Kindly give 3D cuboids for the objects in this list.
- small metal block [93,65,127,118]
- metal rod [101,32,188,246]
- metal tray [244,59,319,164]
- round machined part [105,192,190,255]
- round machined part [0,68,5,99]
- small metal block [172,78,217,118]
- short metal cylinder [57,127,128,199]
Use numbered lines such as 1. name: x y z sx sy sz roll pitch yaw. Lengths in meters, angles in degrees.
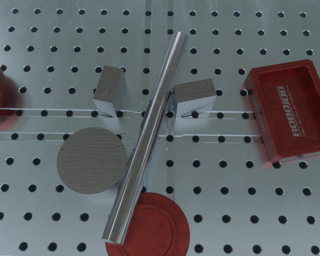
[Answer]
1. small metal block: -0.065 -0.048 0.415 0.025 0.050 0.050 13 71 5
2. metal rod: -0.009 -0.008 0.389 0.025 0.025 0.300 15 61 5
3. metal tray: 0.178 -0.025 0.418 0.091 0.030 0.130 -10 70 -4
4. round machined part: -0.015 0.123 0.357 0.099 0.042 0.098 0 70 0
5. round machined part: -0.260 -0.055 0.421 0.099 0.042 0.098 0 70 0
6. small metal block: 0.044 -0.039 0.413 0.050 0.050 0.025 -11 71 -4
7. short metal cylinder: -0.079 0.045 0.381 0.081 0.050 0.080 0 70 0
